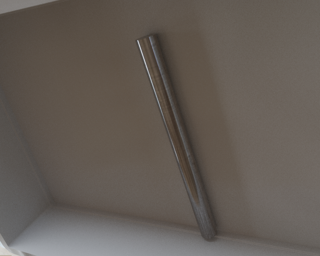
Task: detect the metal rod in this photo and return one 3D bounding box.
[{"bbox_3d":[0.029,0.027,0.410,0.025,0.025,0.299,-5,116,30],"label":"metal rod"}]
